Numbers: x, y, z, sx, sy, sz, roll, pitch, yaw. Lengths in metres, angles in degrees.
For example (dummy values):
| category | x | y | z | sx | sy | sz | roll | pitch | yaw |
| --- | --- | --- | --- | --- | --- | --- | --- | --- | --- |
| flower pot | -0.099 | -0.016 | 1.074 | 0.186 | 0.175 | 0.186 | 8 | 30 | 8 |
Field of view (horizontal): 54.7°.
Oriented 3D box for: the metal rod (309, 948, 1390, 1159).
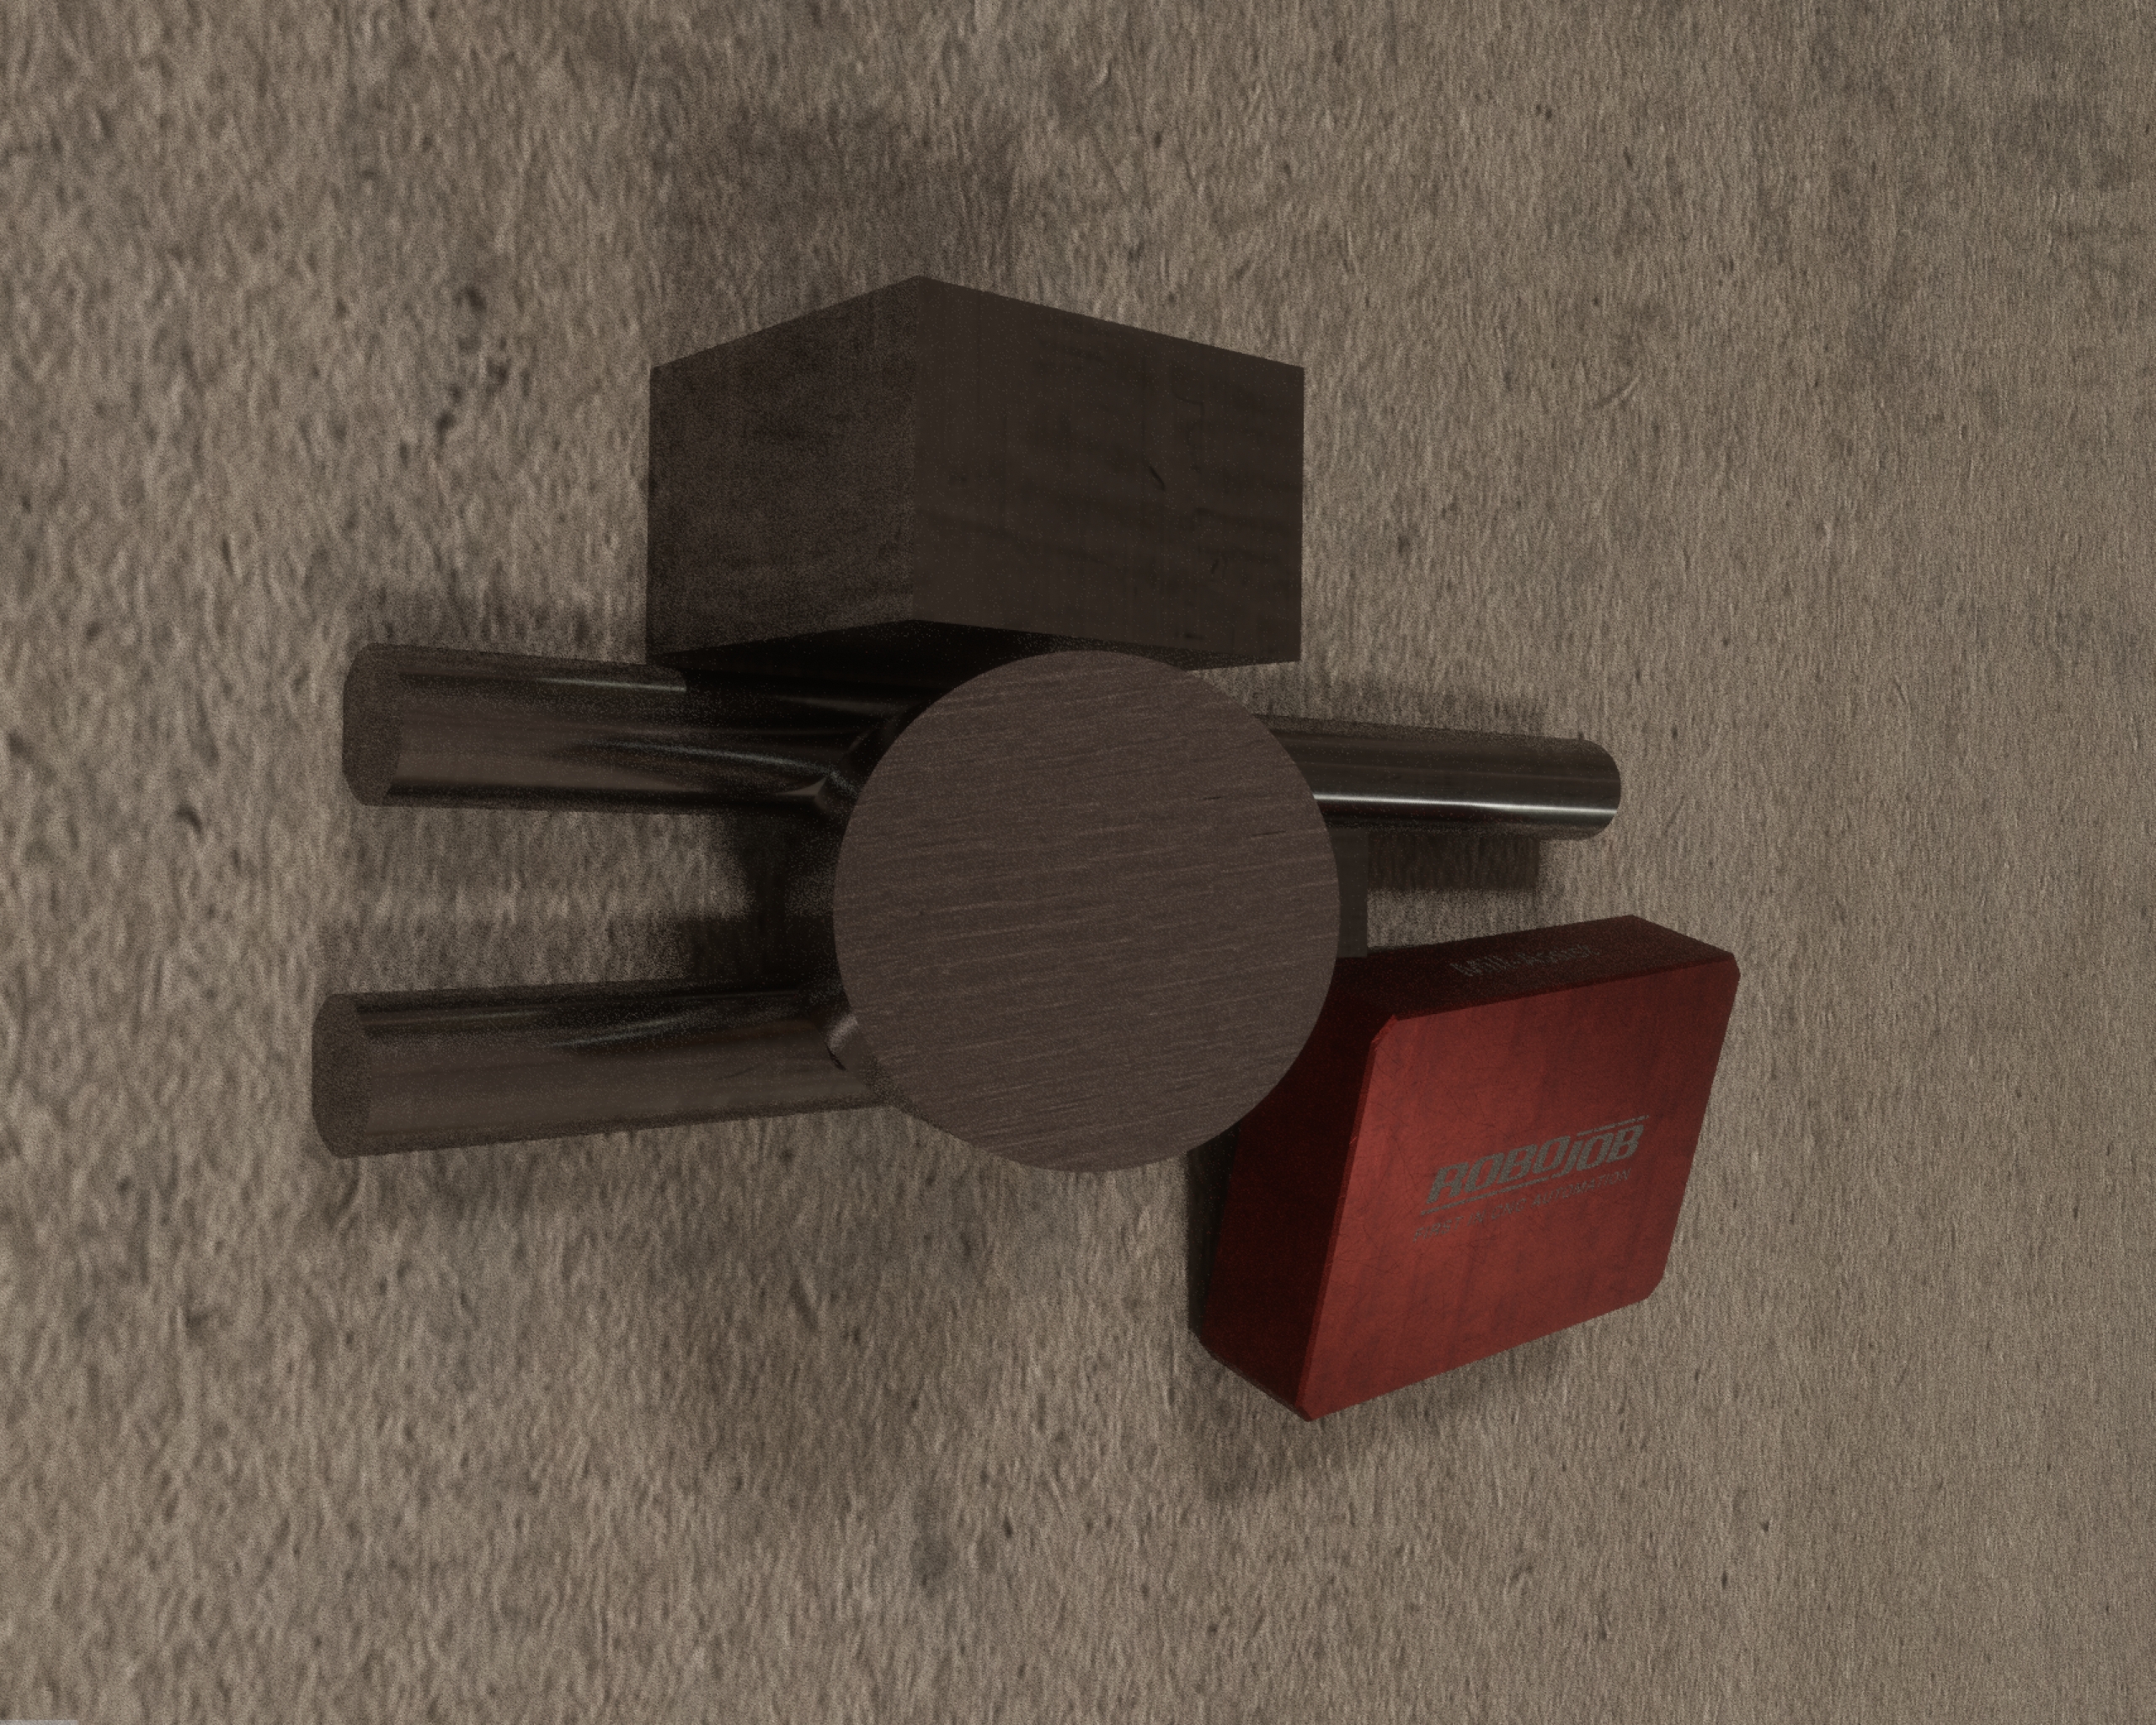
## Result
| category | x | y | z | sx | sy | sz | roll | pitch | yaw |
| --- | --- | --- | --- | --- | --- | --- | --- | --- | --- |
| metal rod | 0.004 | 0.032 | 0.412 | 0.302 | 0.025 | 0.025 | 0 | 90 | -40 |

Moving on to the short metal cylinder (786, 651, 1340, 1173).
| category | x | y | z | sx | sy | sz | roll | pitch | yaw |
| --- | --- | --- | --- | --- | --- | --- | --- | --- | --- |
| short metal cylinder | -0.004 | 0.008 | 0.342 | 0.081 | 0.050 | 0.080 | 0 | 88 | -16 |

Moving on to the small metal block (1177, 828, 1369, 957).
| category | x | y | z | sx | sy | sz | roll | pitch | yaw |
| --- | --- | --- | --- | --- | --- | --- | --- | --- | --- |
| small metal block | 0.021 | 0.005 | 0.409 | 0.050 | 0.050 | 0.025 | 1 | 90 | -40 |

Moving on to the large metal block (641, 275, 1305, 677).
| category | x | y | z | sx | sy | sz | roll | pitch | yaw |
| --- | --- | --- | --- | --- | --- | --- | --- | --- | --- |
| large metal block | -0.019 | -0.060 | 0.357 | 0.081 | 0.080 | 0.050 | 1 | 90 | -40 |

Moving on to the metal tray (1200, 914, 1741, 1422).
| category | x | y | z | sx | sy | sz | roll | pitch | yaw |
| --- | --- | --- | --- | --- | --- | --- | --- | --- | --- |
| metal tray | 0.090 | 0.063 | 0.463 | 0.131 | 0.030 | 0.089 | -5 | 111 | -41 |

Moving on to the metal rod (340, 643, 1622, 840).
| category | x | y | z | sx | sy | sz | roll | pitch | yaw |
| --- | --- | --- | --- | --- | --- | --- | --- | --- | --- |
| metal rod | 0.008 | -0.019 | 0.415 | 0.302 | 0.025 | 0.025 | 1 | 90 | -40 |
